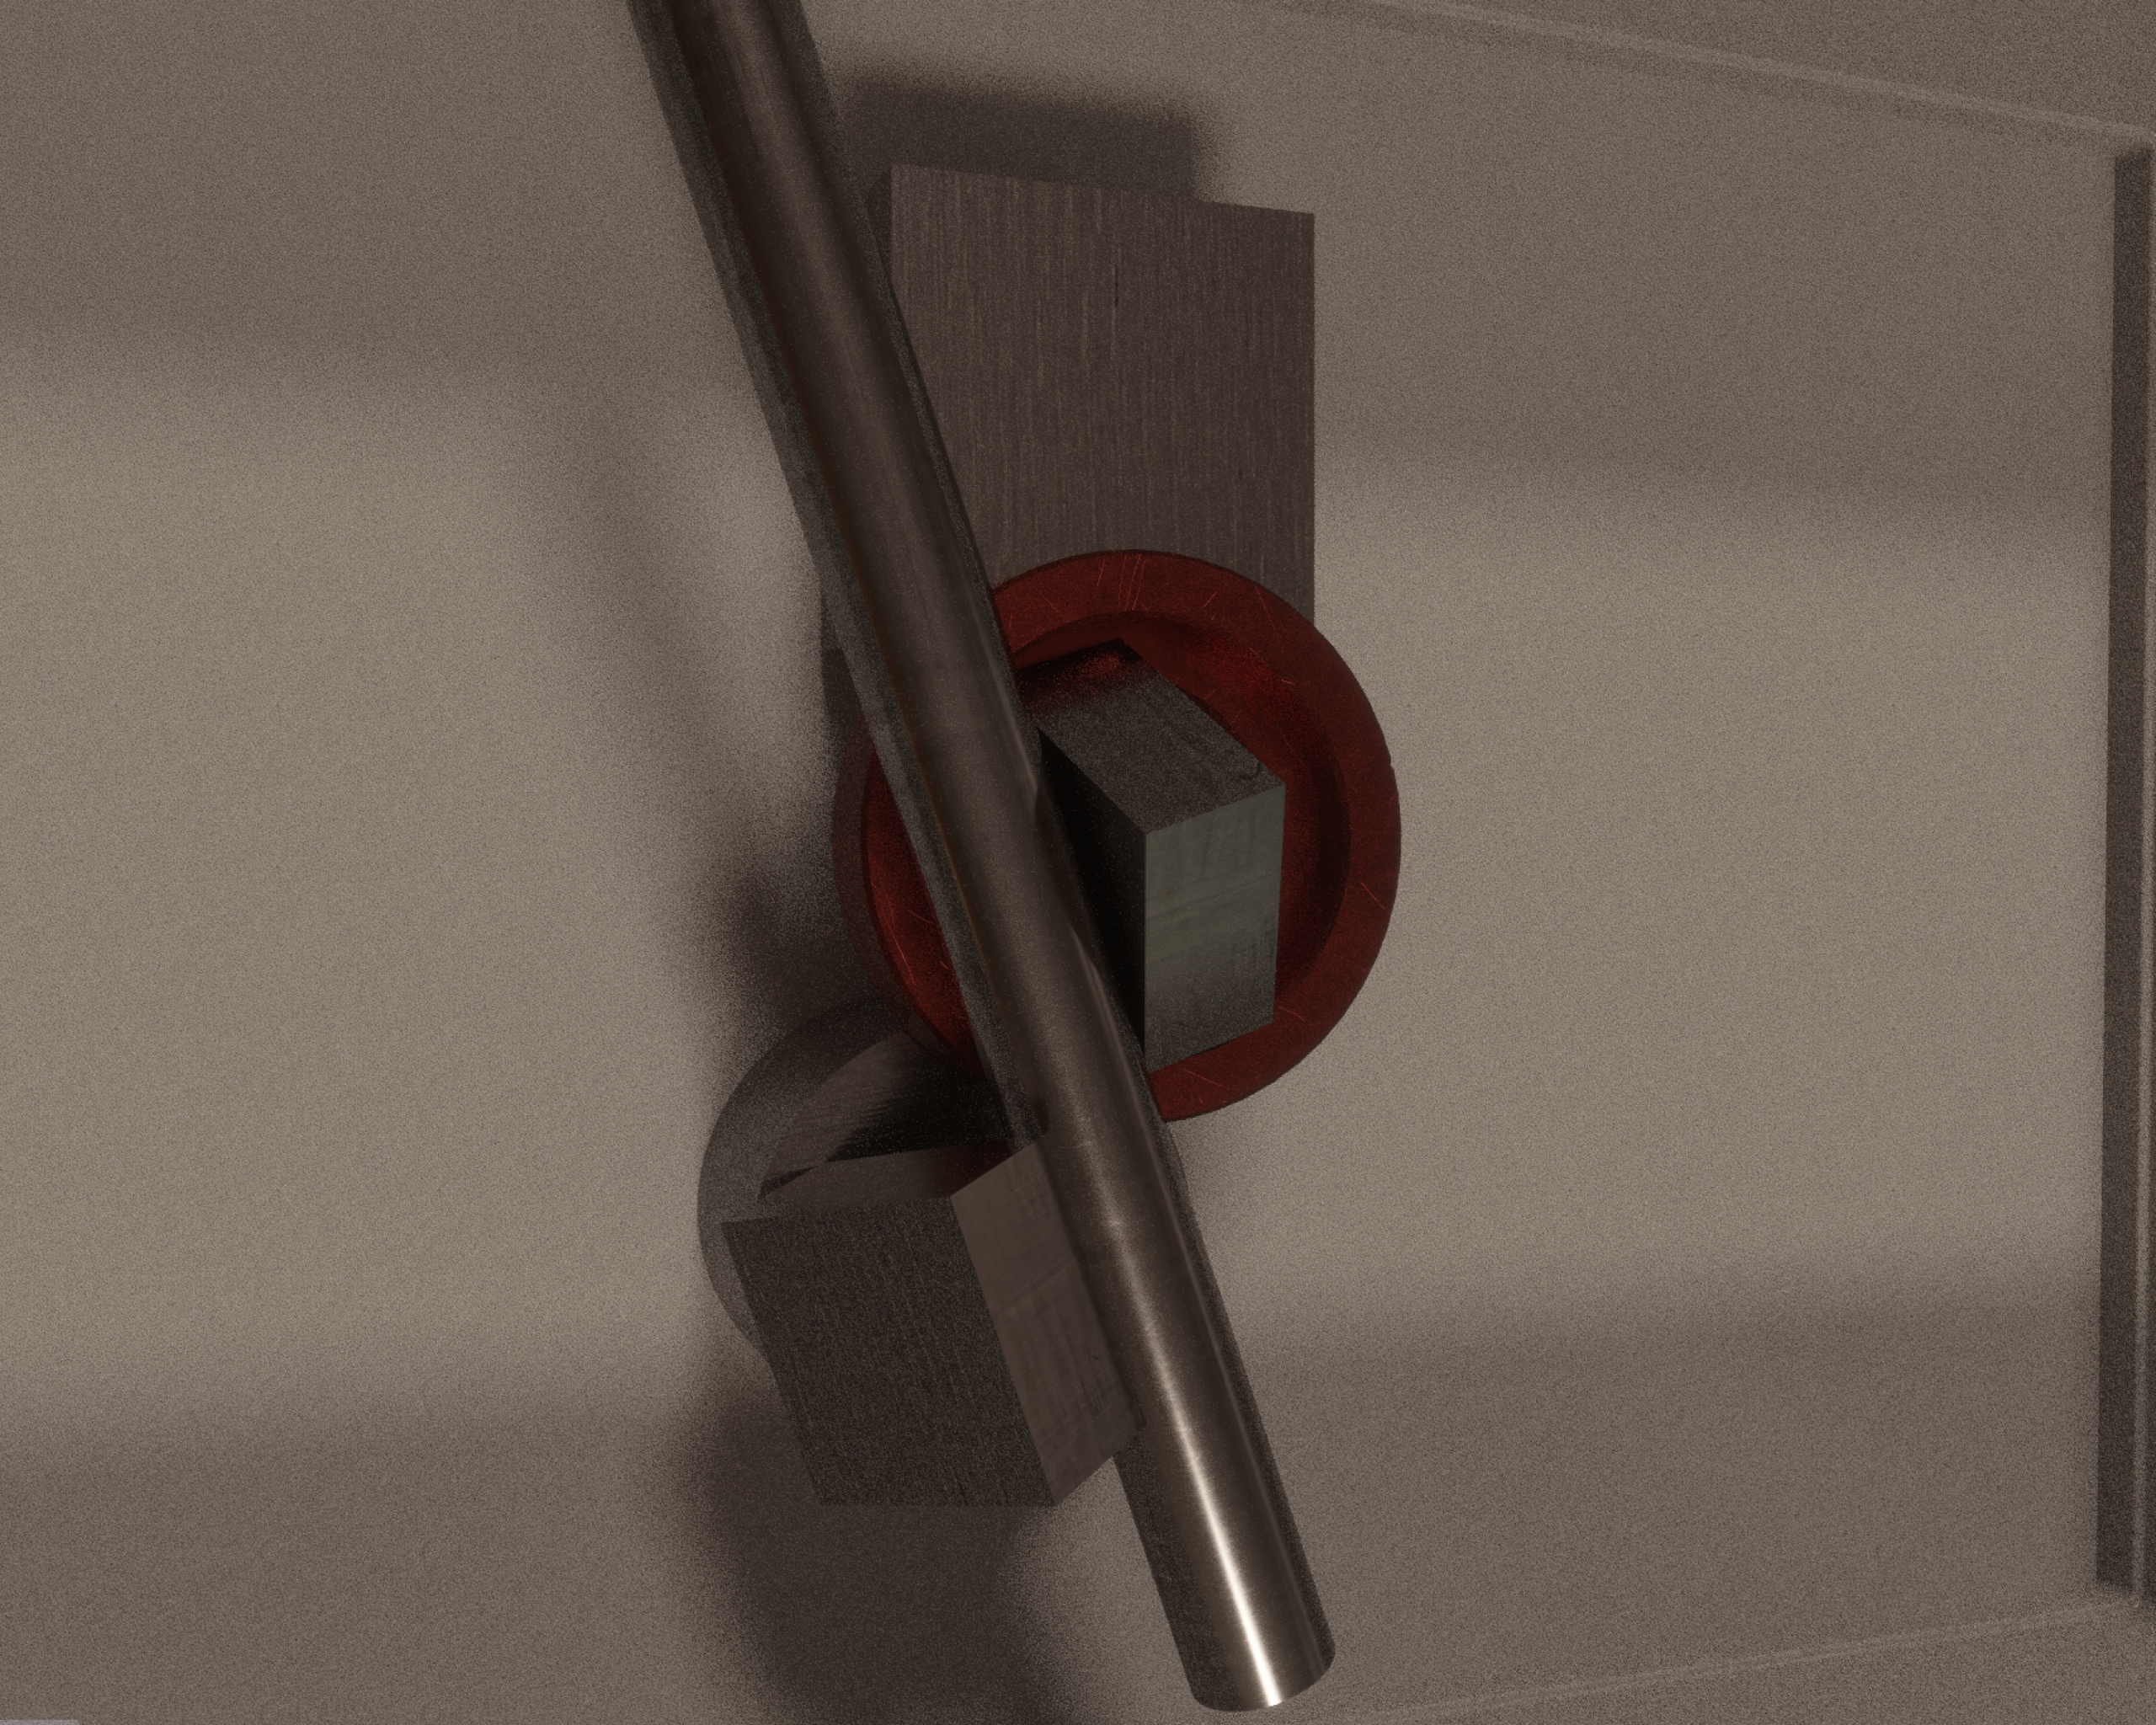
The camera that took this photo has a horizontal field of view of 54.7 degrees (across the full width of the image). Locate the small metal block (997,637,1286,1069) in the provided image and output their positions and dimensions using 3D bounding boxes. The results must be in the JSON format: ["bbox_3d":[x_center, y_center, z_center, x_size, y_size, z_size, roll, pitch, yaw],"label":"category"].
[{"bbox_3d":[0.009,-0.002,0.349,0.025,0.050,0.050,-20,132,-23],"label":"small metal block"}]

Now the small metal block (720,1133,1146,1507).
[{"bbox_3d":[-0.023,0.074,0.333,0.025,0.050,0.050,-26,100,-52],"label":"small metal block"}]

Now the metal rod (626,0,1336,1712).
[{"bbox_3d":[-0.015,-0.007,0.330,0.025,0.025,0.298,-20,97,-19],"label":"metal rod"}]

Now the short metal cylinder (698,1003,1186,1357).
[{"bbox_3d":[-0.026,0.066,0.388,0.081,0.050,0.079,0,90,-21],"label":"short metal cylinder"}]

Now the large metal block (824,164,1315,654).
[{"bbox_3d":[-0.003,-0.080,0.394,0.081,0.050,0.079,0,90,-21],"label":"large metal block"}]

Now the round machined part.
[{"bbox_3d":[0.004,-0.004,0.371,0.099,0.042,0.097,0,90,-21],"label":"round machined part"}]
